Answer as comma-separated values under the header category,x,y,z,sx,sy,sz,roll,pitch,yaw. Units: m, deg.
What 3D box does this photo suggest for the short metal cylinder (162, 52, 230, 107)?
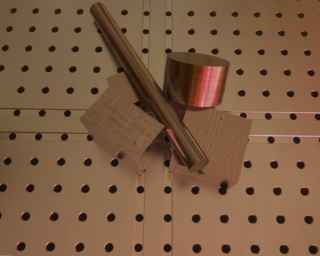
category,x,y,z,sx,sy,sz,roll,pitch,yaw
short metal cylinder,0.045,-0.065,0.400,0.080,0.080,0.050,8,114,2

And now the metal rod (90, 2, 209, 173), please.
category,x,y,z,sx,sy,sz,roll,pitch,yaw
metal rod,-0.027,-0.071,0.405,0.025,0.025,0.299,-26,61,-10

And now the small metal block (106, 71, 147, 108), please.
category,x,y,z,sx,sy,sz,roll,pitch,yaw
small metal block,-0.040,-0.052,0.431,0.050,0.025,0.050,-23,72,-9

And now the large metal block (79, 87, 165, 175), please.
category,x,y,z,sx,sy,sz,roll,pitch,yaw
large metal block,-0.042,0.007,0.379,0.080,0.080,0.050,35,74,11

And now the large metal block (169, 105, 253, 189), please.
category,x,y,z,sx,sy,sz,roll,pitch,yaw
large metal block,0.062,0.023,0.390,0.080,0.050,0.080,17,71,5
